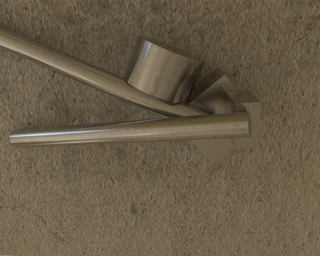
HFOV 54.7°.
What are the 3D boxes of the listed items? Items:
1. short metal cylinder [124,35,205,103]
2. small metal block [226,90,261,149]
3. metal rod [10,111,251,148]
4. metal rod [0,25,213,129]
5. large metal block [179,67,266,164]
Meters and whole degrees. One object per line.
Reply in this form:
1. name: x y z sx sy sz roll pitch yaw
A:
1. short metal cylinder: 0.005 -0.068 0.358 0.080 0.080 0.050 20 109 -8
2. small metal block: 0.090 -0.011 0.339 0.025 0.050 0.050 -4 110 2
3. metal rod: -0.052 0.005 0.355 0.301 0.025 0.025 -4 112 23
4. metal rod: -0.076 -0.059 0.358 0.301 0.025 0.025 23 109 3
5. large metal block: 0.070 -0.016 0.391 0.080 0.050 0.080 -39 105 14
